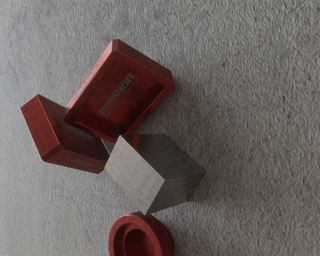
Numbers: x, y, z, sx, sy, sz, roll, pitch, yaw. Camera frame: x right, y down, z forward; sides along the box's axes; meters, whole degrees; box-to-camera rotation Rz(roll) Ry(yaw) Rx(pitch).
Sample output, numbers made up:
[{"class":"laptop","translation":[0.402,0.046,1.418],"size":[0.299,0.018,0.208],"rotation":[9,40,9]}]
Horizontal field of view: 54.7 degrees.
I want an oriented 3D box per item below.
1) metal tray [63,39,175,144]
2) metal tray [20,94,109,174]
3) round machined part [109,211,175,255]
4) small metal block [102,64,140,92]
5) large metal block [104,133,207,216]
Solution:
[{"class":"metal tray","translation":[-0.055,-0.040,0.406],"size":[0.129,0.090,0.030],"rotation":[-46,33,30]},{"class":"metal tray","translation":[-0.127,0.013,0.441],"size":[0.030,0.130,0.090],"rotation":[-36,66,8]},{"class":"round machined part","translation":[-0.020,0.160,0.411],"size":[0.098,0.042,0.097],"rotation":[0,90,40]},{"class":"small metal block","translation":[-0.059,-0.066,0.437],"size":[0.050,0.050,0.025],"rotation":[-41,65,32]},{"class":"large metal block","translation":[-0.005,0.050,0.374],"size":[0.080,0.081,0.050],"rotation":[41,115,32]}]
